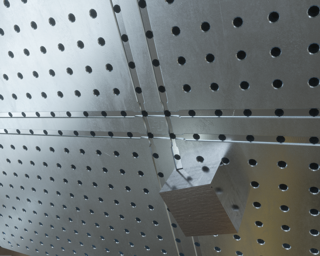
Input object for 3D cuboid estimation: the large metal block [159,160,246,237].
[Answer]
[{"bbox_3d":[0.059,0.099,0.425,0.080,0.050,0.080,-18,109,35],"label":"large metal block"}]
